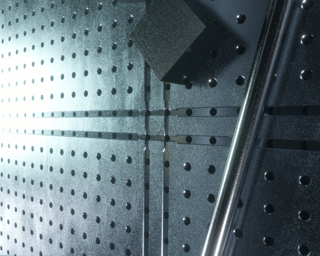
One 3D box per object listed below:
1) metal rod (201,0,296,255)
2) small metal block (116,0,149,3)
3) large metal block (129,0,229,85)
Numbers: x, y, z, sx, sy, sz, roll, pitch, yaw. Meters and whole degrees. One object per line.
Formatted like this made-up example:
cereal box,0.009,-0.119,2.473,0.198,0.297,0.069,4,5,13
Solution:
metal rod,0.090,0.017,0.334,0.025,0.025,0.298,21,103,38
small metal block,-0.049,-0.195,0.431,0.050,0.050,0.025,15,100,38
large metal block,0.020,-0.111,0.375,0.080,0.050,0.080,-47,63,29
